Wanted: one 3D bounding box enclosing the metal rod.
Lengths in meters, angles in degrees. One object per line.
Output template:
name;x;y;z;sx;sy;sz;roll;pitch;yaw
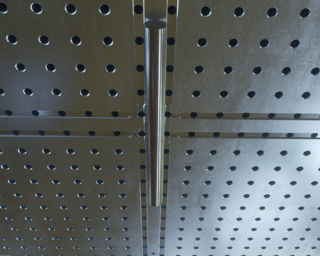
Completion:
metal rod;-0.006;0.006;0.417;0.025;0.025;0.298;0;130;-1
